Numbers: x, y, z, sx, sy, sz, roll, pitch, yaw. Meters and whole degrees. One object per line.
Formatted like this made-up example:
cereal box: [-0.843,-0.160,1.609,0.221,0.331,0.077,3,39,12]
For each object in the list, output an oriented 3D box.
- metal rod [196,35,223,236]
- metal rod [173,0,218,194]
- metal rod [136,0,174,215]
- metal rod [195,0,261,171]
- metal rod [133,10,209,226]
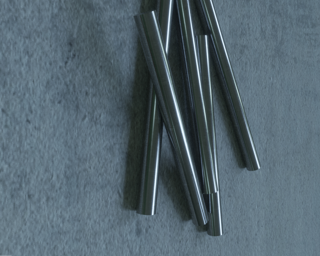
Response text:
metal rod: [0.072,0.014,0.467,0.025,0.025,0.298,-9,96,-40]
metal rod: [0.048,-0.055,0.437,0.025,0.025,0.298,-13,95,-40]
metal rod: [-0.005,-0.041,0.402,0.025,0.025,0.298,8,85,-40]
metal rod: [0.114,-0.064,0.502,0.025,0.025,0.298,-34,111,-35]
metal rod: [0.021,0.006,0.397,0.025,0.025,0.298,-35,120,-35]
